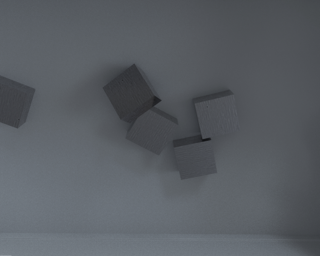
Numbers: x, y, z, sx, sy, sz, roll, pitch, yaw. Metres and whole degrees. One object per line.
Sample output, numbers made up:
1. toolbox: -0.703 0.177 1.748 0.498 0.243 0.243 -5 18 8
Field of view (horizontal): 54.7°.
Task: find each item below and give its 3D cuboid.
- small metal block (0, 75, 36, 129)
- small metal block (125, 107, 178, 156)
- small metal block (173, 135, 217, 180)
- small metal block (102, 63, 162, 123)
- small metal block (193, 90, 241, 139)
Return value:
1. small metal block: -0.195 -0.034 0.396 0.050 0.025 0.050 22 108 -8
2. small metal block: -0.011 0.001 0.411 0.050 0.025 0.050 28 107 -11
3. small metal block: 0.048 0.039 0.427 0.050 0.025 0.050 -12 110 4
4. small metal block: -0.034 -0.042 0.382 0.050 0.025 0.050 -35 71 11
5. small metal block: 0.074 -0.018 0.406 0.050 0.025 0.050 -13 110 4
